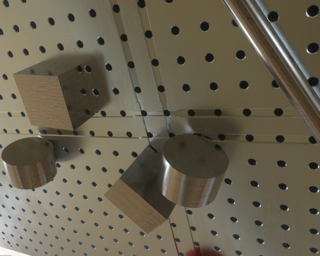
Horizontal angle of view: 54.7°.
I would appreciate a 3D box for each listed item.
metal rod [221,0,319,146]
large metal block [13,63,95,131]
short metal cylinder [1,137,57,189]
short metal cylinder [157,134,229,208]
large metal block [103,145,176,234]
[{"bbox_3d":[0.095,-0.095,0.301,0.025,0.025,0.300,-31,102,38],"label":"metal rod"},{"bbox_3d":[-0.150,-0.047,0.445,0.080,0.050,0.079,6,121,25],"label":"large metal block"},{"bbox_3d":[-0.221,0.058,0.528,0.080,0.080,0.050,16,125,19],"label":"short metal cylinder"},{"bbox_3d":[0.039,0.052,0.387,0.080,0.080,0.050,22,127,15],"label":"short metal cylinder"},{"bbox_3d":[-0.017,0.085,0.437,0.080,0.080,0.050,42,129,-1],"label":"large metal block"}]
